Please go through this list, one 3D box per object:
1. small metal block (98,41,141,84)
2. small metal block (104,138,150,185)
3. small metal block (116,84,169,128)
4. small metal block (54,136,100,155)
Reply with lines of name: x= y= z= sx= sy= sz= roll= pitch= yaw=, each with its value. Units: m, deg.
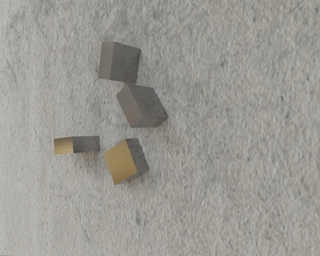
small metal block: x=-0.056 y=-0.090 z=0.433 sx=0.025 sy=0.050 sz=0.050 roll=14 pitch=99 yaw=39
small metal block: x=-0.048 y=0.048 z=0.442 sx=0.050 sy=0.025 sz=0.050 roll=-34 pitch=69 yaw=34
small metal block: x=-0.023 y=-0.028 z=0.406 sx=0.025 sy=0.050 sz=0.050 roll=-41 pitch=66 yaw=32
small metal block: x=-0.133 y=0.027 z=0.495 sx=0.050 sy=0.050 sz=0.025 roll=-7 pitch=86 yaw=39
